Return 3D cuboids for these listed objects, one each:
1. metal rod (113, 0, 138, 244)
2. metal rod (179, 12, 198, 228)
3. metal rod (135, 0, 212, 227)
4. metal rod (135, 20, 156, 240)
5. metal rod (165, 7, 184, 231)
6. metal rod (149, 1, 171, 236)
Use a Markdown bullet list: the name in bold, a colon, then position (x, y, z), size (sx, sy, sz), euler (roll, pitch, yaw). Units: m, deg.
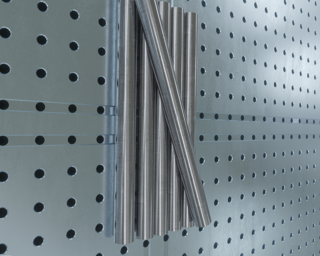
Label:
- **metal rod**: position (-0.041, -0.015, 0.372), size (0.025, 0.025, 0.298), euler (1, 89, -40)
- **metal rod**: position (0.039, -0.012, 0.441), size (0.025, 0.025, 0.298), euler (2, 89, -40)
- **metal rod**: position (0.020, -0.012, 0.392), size (0.025, 0.025, 0.298), euler (-25, 106, -37)
- **metal rod**: position (-0.018, -0.013, 0.391), size (0.025, 0.025, 0.298), euler (1, 89, -40)
- **metal rod**: position (0.019, -0.012, 0.425), size (0.025, 0.025, 0.298), euler (1, 89, -40)
- **metal rod**: position (0.000, -0.013, 0.407), size (0.025, 0.025, 0.298), euler (1, 89, -40)
